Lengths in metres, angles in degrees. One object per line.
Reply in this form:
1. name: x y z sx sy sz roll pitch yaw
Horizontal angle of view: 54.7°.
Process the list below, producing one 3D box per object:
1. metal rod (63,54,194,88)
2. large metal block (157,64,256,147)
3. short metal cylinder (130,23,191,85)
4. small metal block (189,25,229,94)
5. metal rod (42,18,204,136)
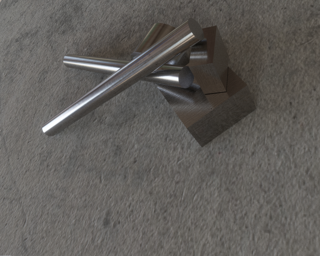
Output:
1. metal rod: -0.068 -0.090 0.458 0.300 0.025 0.025 19 71 47
2. large metal block: 0.056 -0.038 0.380 0.080 0.050 0.080 -36 51 5
3. short metal cylinder: 0.007 -0.096 0.426 0.080 0.080 0.050 23 74 36
4. small metal block: 0.055 -0.073 0.336 0.025 0.050 0.050 -4 60 26
5. metal rod: -0.070 -0.049 0.402 0.299 0.025 0.025 -25 50 38
